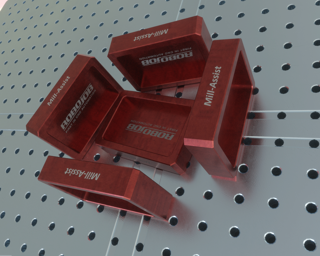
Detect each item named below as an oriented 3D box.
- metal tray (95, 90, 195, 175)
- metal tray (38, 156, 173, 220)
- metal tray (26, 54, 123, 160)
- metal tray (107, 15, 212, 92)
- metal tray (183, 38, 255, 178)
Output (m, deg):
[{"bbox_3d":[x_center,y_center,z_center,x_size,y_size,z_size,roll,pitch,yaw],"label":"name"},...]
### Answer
[{"bbox_3d":[-0.014,0.001,0.412,0.130,0.030,0.090,12,68,33],"label":"metal tray"},{"bbox_3d":[-0.062,0.069,0.358,0.130,0.090,0.030,4,64,30],"label":"metal tray"},{"bbox_3d":[-0.115,-0.028,0.446,0.030,0.090,0.130,20,72,36],"label":"metal tray"},{"bbox_3d":[0.007,-0.094,0.421,0.130,0.090,0.030,-6,59,25],"label":"metal tray"},{"bbox_3d":[0.071,-0.021,0.342,0.030,0.090,0.130,5,64,30],"label":"metal tray"}]
